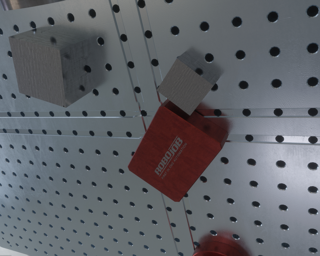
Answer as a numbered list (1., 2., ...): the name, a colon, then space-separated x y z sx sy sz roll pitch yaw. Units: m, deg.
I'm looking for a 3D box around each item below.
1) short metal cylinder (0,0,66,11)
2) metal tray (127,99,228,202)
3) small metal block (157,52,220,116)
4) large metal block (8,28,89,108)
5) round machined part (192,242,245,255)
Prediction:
1. short metal cylinder: -0.144 -0.166 0.349 0.080 0.080 0.050 5 121 26
2. metal tray: 0.019 0.033 0.419 0.090 0.030 0.129 34 129 5
3. small metal block: 0.032 -0.051 0.362 0.050 0.025 0.050 38 129 2
4. large metal block: -0.148 -0.083 0.422 0.080 0.050 0.079 17 125 18
5. round machined part: 0.094 0.233 0.495 0.098 0.042 0.097 13 124 20
